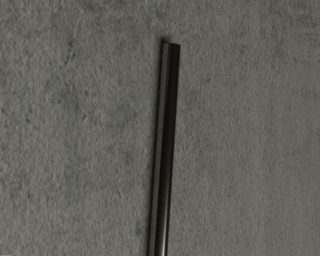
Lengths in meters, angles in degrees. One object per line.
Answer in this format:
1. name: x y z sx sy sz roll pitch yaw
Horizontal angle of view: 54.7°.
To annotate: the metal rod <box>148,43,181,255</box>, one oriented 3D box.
1. metal rod: 0.006 0.038 0.411 0.025 0.025 0.298 6 86 -40
